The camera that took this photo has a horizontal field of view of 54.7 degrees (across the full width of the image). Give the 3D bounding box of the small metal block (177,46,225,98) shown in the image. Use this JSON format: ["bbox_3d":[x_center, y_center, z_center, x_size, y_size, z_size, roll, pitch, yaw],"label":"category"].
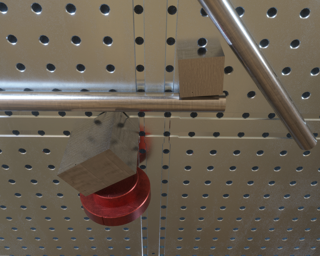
[{"bbox_3d":[0.046,-0.064,0.358,0.050,0.025,0.050,-4,130,3],"label":"small metal block"}]

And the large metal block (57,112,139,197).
[{"bbox_3d":[-0.076,0.030,0.400,0.080,0.080,0.050,-27,125,20],"label":"large metal block"}]

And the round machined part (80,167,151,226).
[{"bbox_3d":[-0.063,0.083,0.434,0.099,0.098,0.042,-1,130,1],"label":"round machined part"}]

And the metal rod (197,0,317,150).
[{"bbox_3d":[0.113,-0.068,0.355,0.025,0.025,0.300,-31,124,23],"label":"metal rod"}]

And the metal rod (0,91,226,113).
[{"bbox_3d":[-0.072,-0.032,0.382,0.302,0.025,0.025,0,130,-1],"label":"metal rod"}]
